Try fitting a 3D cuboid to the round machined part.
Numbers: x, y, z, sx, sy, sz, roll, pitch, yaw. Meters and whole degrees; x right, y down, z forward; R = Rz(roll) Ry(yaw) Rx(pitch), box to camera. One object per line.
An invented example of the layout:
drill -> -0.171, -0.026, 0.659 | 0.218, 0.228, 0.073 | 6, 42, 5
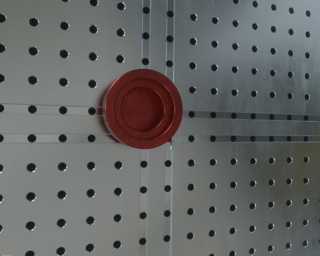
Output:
round machined part -> -0.024, -0.023, 0.394 | 0.099, 0.042, 0.097 | 0, 90, -20
